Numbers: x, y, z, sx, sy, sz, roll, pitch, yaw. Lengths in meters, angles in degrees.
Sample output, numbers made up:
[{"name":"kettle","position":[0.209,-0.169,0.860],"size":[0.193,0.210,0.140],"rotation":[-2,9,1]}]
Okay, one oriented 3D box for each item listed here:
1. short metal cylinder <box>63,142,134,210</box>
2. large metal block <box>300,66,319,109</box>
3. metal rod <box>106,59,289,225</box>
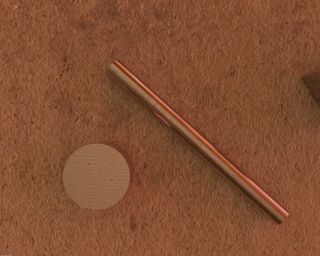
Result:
[{"name":"short metal cylinder","position":[-0.076,0.058,0.397],"size":[0.081,0.050,0.080],"rotation":[0,90,0]},{"name":"large metal block","position":[0.248,-0.056,0.400],"size":[0.080,0.050,0.080],"rotation":[-32,90,0]},{"name":"metal rod","position":[0.049,0.019,0.410],"size":[0.300,0.025,0.025],"rotation":[42,90,0]}]
